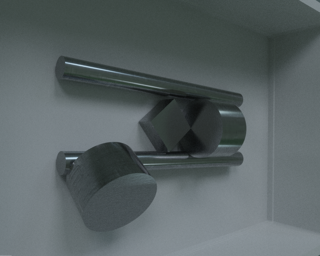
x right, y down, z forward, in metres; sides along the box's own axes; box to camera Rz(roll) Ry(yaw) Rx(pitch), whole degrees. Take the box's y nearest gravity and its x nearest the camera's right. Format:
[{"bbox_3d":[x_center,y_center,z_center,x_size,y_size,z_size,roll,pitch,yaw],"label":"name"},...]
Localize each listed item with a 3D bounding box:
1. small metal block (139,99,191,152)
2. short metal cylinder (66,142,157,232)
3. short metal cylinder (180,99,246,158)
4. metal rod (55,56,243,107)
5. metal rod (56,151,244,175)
[{"bbox_3d":[0.007,-0.004,0.413,0.050,0.025,0.050,-45,118,-31],"label":"small metal block"},{"bbox_3d":[-0.051,0.061,0.325,0.081,0.050,0.079,-21,135,-23],"label":"short metal cylinder"},{"bbox_3d":[0.071,0.001,0.431,0.050,0.080,0.079,2,89,-40],"label":"short metal cylinder"},{"bbox_3d":[0.012,-0.054,0.416,0.302,0.025,0.025,4,88,-40],"label":"metal rod"},{"bbox_3d":[0.013,0.044,0.417,0.302,0.025,0.025,4,88,-40],"label":"metal rod"}]
